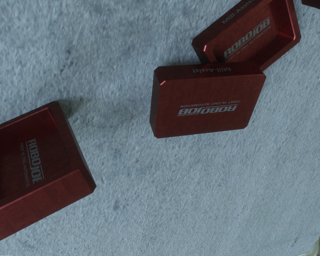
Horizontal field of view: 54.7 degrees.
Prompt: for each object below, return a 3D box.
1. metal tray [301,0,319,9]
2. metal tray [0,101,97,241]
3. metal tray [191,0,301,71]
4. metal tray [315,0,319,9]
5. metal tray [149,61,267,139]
[{"bbox_3d":[0.255,-0.196,0.383,0.130,0.090,0.030,-39,133,-2],"label":"metal tray"},{"bbox_3d":[-0.122,0.030,0.291,0.091,0.130,0.030,-26,128,-12],"label":"metal tray"},{"bbox_3d":[0.114,-0.112,0.398,0.130,0.030,0.090,-39,130,-2],"label":"metal tray"},{"bbox_3d":[0.246,-0.223,0.388,0.130,0.030,0.090,-40,120,-5],"label":"metal tray"},{"bbox_3d":[0.056,-0.034,0.388,0.131,0.030,0.089,-6,135,-14],"label":"metal tray"}]
